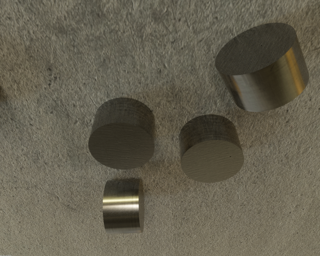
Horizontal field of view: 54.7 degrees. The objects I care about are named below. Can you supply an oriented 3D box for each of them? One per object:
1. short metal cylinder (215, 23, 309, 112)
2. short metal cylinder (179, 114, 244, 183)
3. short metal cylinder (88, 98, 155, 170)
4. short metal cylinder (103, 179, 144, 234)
[{"bbox_3d":[0.104,-0.063,0.319,0.080,0.080,0.050,-24,126,19],"label":"short metal cylinder"},{"bbox_3d":[0.067,0.028,0.415,0.081,0.050,0.079,0,130,0],"label":"short metal cylinder"},{"bbox_3d":[-0.047,0.008,0.397,0.081,0.050,0.079,0,130,0],"label":"short metal cylinder"},{"bbox_3d":[-0.053,0.119,0.472,0.050,0.080,0.080,-3,130,2],"label":"short metal cylinder"}]
